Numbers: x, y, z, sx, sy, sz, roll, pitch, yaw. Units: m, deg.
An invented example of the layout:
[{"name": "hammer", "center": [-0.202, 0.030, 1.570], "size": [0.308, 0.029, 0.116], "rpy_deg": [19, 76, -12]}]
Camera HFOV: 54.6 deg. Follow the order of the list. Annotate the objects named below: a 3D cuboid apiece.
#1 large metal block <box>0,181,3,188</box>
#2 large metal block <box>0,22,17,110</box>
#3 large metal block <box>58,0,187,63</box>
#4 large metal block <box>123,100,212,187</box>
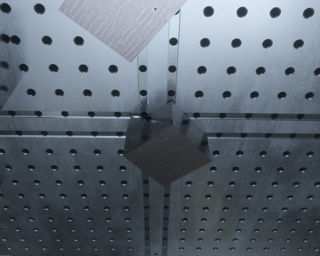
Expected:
[{"name": "large metal block", "center": [-0.301, 0.111, 0.468], "size": [0.080, 0.080, 0.050], "rpy_deg": [-23, 127, 18]}, {"name": "large metal block", "center": [-0.210, -0.071, 0.333], "size": [0.080, 0.050, 0.079], "rpy_deg": [7, 130, -7]}, {"name": "large metal block", "center": [-0.033, -0.123, 0.290], "size": [0.080, 0.050, 0.080], "rpy_deg": [33, 123, -25]}, {"name": "large metal block", "center": [0.010, 0.023, 0.415], "size": [0.080, 0.050, 0.080], "rpy_deg": [-33, 123, 24]}]
